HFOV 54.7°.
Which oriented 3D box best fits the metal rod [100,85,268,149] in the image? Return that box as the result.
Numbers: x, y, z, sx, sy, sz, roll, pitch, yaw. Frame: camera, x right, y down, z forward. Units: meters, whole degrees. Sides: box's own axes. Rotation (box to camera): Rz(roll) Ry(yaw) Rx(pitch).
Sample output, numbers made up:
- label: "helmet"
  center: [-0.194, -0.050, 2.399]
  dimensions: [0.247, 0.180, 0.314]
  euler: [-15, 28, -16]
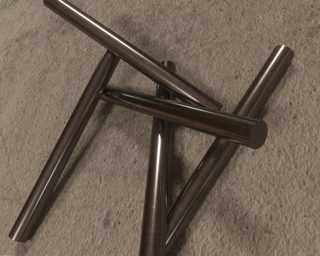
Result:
- label: "metal rod"
  center: [-0.007, -0.026, 0.375]
  dimensions: [0.300, 0.025, 0.025]
  euler: [20, 72, 50]

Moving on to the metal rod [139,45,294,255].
- label: "metal rod"
  center: [0.068, 0.027, 0.350]
  dimensions: [0.025, 0.025, 0.300]
  euler: [27, 76, 36]

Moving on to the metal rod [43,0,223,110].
- label: "metal rod"
  center: [-0.047, -0.105, 0.420]
  dimensions: [0.300, 0.025, 0.025]
  euler: [37, 82, 15]

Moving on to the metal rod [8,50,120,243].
- label: "metal rod"
  center: [-0.125, 0.013, 0.432]
  dimensions: [0.025, 0.025, 0.299]
  euler: [20, 80, 35]

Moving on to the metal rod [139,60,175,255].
- label: "metal rod"
  center: [0.000, 0.030, 0.363]
  dimensions: [0.025, 0.025, 0.300]
  euler: [-12, 50, 21]
